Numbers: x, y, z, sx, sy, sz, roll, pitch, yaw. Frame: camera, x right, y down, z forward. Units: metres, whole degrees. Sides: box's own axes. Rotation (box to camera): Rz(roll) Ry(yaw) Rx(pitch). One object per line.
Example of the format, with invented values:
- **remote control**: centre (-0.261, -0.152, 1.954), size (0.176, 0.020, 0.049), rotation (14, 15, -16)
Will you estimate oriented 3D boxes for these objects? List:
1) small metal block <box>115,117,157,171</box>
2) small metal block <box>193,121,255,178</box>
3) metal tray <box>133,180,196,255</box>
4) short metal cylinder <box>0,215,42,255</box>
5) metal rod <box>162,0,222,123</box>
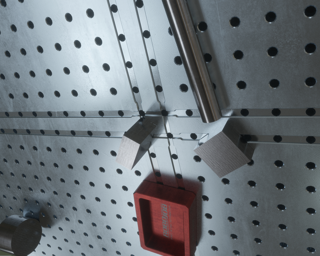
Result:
- **small metal block**: centre (-0.033, 0.021, 0.424), size (0.025, 0.050, 0.050), rotation (29, 128, 10)
- **small metal block**: centre (0.079, 0.028, 0.386), size (0.050, 0.025, 0.050), rotation (46, 129, -5)
- **metal tray**: centre (0.010, 0.151, 0.494), size (0.090, 0.030, 0.129), rotation (10, 123, 22)
- **short metal cylinder**: centre (-0.309, 0.236, 0.681), size (0.050, 0.080, 0.079), rotation (3, 120, 27)
- **metal rod**: centre (0.011, -0.142, 0.316), size (0.025, 0.025, 0.298), rotation (-8, 115, 31)
